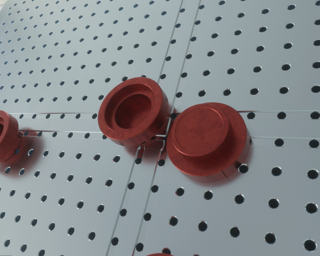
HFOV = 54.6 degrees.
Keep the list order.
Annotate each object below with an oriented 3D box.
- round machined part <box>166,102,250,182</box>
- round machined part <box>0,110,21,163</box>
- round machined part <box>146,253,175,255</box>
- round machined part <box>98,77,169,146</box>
[{"bbox_3d":[0.052,0.010,0.365,0.098,0.042,0.098,-13,56,21],"label":"round machined part"},{"bbox_3d":[-0.281,0.022,0.534,0.098,0.042,0.098,-13,56,21],"label":"round machined part"},{"bbox_3d":[-0.004,0.171,0.295,0.098,0.042,0.098,-13,56,21],"label":"round machined part"},{"bbox_3d":[-0.033,-0.018,0.427,0.098,0.042,0.098,-13,56,21],"label":"round machined part"}]
